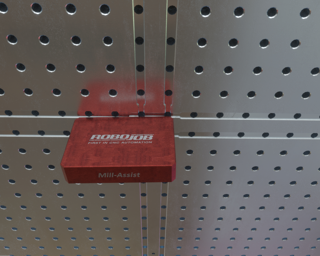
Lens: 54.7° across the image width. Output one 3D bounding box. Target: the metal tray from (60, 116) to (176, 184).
[{"bbox_3d":[-0.047,0.025,0.389,0.131,0.090,0.030,-1,130,0],"label":"metal tray"}]
